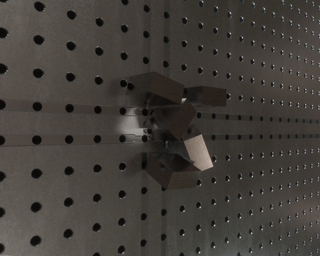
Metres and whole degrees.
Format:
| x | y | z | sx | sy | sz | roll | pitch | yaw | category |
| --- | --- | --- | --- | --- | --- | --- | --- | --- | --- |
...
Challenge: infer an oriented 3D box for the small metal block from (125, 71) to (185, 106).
| x | y | z | sx | sy | sz | roll | pitch | yaw | category |
| --- | --- | --- | --- | --- | --- | --- | --- | --- | --- |
| -0.006 | -0.047 | 0.389 | 0.050 | 0.050 | 0.025 | 18 | 79 | -39 | small metal block |

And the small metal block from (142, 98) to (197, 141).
| x | y | z | sx | sy | sz | roll | pitch | yaw | category |
| --- | --- | --- | --- | --- | --- | --- | --- | --- | --- |
| 0.012 | -0.011 | 0.405 | 0.025 | 0.050 | 0.050 | 48 | 61 | -30 | small metal block |

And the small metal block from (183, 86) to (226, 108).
| x | y | z | sx | sy | sz | roll | pitch | yaw | category |
| --- | --- | --- | --- | --- | --- | --- | --- | --- | --- |
| 0.059 | -0.043 | 0.445 | 0.050 | 0.050 | 0.025 | 1 | 90 | -40 | small metal block |

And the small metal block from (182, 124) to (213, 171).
| x | y | z | sx | sy | sz | roll | pitch | yaw | category |
| --- | --- | --- | --- | --- | --- | --- | --- | --- | --- |
| 0.049 | 0.027 | 0.433 | 0.025 | 0.050 | 0.050 | -22 | 108 | 1 | small metal block |

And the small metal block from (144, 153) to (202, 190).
| x | y | z | sx | sy | sz | roll | pitch | yaw | category |
| --- | --- | --- | --- | --- | --- | --- | --- | --- | --- |
| 0.016 | 0.056 | 0.405 | 0.050 | 0.050 | 0.025 | 4 | 110 | -40 | small metal block |
